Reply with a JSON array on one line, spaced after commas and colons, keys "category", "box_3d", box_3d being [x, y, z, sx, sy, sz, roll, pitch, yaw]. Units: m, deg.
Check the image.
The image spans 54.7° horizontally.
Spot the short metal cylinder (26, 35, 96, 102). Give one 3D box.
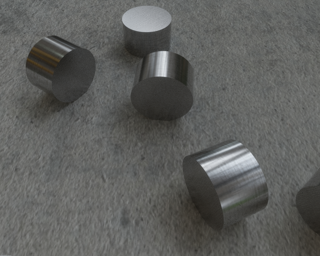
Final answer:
[{"category": "short metal cylinder", "box_3d": [-0.137, -0.083, 0.435, 0.050, 0.080, 0.080, 29, 56, 21]}]

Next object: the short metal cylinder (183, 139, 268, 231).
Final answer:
[{"category": "short metal cylinder", "box_3d": [0.065, 0.057, 0.320, 0.050, 0.080, 0.080, -20, 53, -16]}]

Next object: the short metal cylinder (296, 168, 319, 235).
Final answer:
[{"category": "short metal cylinder", "box_3d": [0.186, 0.075, 0.307, 0.050, 0.080, 0.080, -36, 59, -26]}]

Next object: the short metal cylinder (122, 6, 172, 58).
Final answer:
[{"category": "short metal cylinder", "box_3d": [-0.022, -0.163, 0.524, 0.081, 0.050, 0.080, 0, 50, 0]}]

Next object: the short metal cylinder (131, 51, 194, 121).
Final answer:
[{"category": "short metal cylinder", "box_3d": [0.004, -0.055, 0.414, 0.080, 0.080, 0.050, 4, 50, 3]}]
